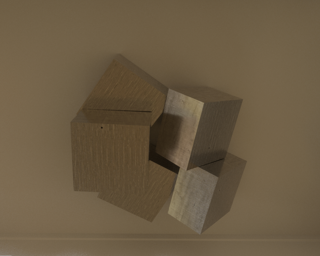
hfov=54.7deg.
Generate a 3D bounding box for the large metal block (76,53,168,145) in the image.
[{"bbox_3d":[-0.042,-0.033,0.384,0.080,0.050,0.080,34,106,-12],"label":"large metal block"}]

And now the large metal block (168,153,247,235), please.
[{"bbox_3d":[0.062,0.077,0.402,0.050,0.081,0.079,26,113,32],"label":"large metal block"}]

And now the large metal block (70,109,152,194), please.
[{"bbox_3d":[-0.052,0.025,0.350,0.081,0.050,0.079,3,109,0],"label":"large metal block"}]

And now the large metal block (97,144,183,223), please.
[{"bbox_3d":[-0.026,0.067,0.418,0.080,0.050,0.080,28,107,-11],"label":"large metal block"}]

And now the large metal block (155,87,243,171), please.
[{"bbox_3d":[0.047,-0.003,0.373,0.081,0.050,0.079,-9,119,-46],"label":"large metal block"}]
